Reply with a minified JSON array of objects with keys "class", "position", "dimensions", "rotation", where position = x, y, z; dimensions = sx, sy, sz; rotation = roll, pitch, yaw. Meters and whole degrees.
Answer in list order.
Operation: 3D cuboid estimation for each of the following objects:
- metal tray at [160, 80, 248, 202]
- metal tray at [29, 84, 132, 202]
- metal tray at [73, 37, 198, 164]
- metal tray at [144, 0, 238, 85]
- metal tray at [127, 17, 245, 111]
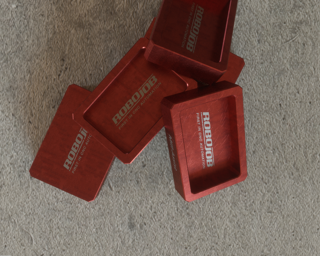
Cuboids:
[{"class":"metal tray","position":[0.057,0.017,0.375],"dimensions":[0.091,0.030,0.129],"rotation":[-17,115,-16]},{"class":"metal tray","position":[-0.100,0.019,0.407],"dimensions":[0.090,0.030,0.129],"rotation":[25,90,-1]},{"class":"metal tray","position":[-0.029,-0.032,0.378],"dimensions":[0.090,0.030,0.130],"rotation":[41,90,-1]},{"class":"metal tray","position":[0.041,-0.125,0.375],"dimensions":[0.091,0.030,0.130],"rotation":[20,62,-10]},{"class":"metal tray","position":[0.032,-0.076,0.409],"dimensions":[0.131,0.030,0.090],"rotation":[27,90,-1]}]
